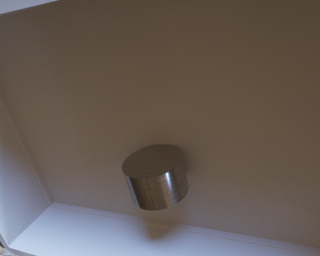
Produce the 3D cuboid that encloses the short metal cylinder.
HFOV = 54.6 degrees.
[{"bbox_3d":[-0.005,0.064,0.416,0.080,0.080,0.050,1,119,28],"label":"short metal cylinder"}]
